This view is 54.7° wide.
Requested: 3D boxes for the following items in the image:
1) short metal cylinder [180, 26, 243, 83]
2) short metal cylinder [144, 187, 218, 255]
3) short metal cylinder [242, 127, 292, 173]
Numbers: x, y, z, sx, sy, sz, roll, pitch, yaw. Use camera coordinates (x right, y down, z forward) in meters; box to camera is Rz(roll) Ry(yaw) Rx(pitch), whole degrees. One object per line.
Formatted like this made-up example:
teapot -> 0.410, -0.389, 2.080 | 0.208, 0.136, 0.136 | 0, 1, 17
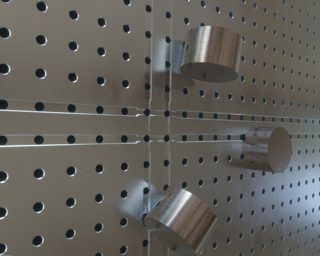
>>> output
short metal cylinder -> 0.072, -0.100, 0.433 | 0.081, 0.080, 0.050 | 16, 80, -39
short metal cylinder -> 0.026, 0.121, 0.395 | 0.050, 0.080, 0.080 | -49, 119, -29
short metal cylinder -> 0.191, 0.038, 0.553 | 0.081, 0.050, 0.079 | 0, 90, -40
